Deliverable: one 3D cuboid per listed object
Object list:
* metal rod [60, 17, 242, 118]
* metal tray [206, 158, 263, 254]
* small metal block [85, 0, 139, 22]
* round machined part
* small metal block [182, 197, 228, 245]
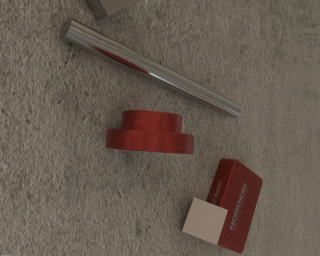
[{"bbox_3d":[0.013,-0.066,0.417,0.302,0.025,0.025,19,78,-39],"label":"metal rod"},{"bbox_3d":[0.116,0.126,0.502,0.090,0.030,0.130,36,68,-35],"label":"metal tray"},{"bbox_3d":[-0.060,-0.158,0.355,0.050,0.025,0.050,-43,116,-32],"label":"small metal block"},{"bbox_3d":[-0.010,0.005,0.351,0.099,0.098,0.042,7,86,-40],"label":"round machined part"},{"bbox_3d":[0.064,0.133,0.442,0.025,0.050,0.050,81,30,-69],"label":"small metal block"}]
